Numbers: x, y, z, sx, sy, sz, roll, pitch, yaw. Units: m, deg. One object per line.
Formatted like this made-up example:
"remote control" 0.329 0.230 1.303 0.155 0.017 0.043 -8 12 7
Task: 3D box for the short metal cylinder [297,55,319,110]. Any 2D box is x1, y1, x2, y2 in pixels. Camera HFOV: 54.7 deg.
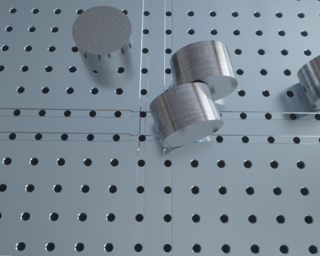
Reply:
"short metal cylinder" 0.232 -0.064 0.409 0.081 0.080 0.050 -12 71 -5

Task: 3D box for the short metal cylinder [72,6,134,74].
"short metal cylinder" -0.079 -0.125 0.443 0.081 0.050 0.080 0 70 -1

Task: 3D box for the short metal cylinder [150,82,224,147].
"short metal cylinder" 0.033 -0.014 0.388 0.081 0.080 0.050 -17 71 -6

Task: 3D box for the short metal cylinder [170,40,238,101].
"short metal cylinder" 0.057 -0.071 0.409 0.081 0.080 0.050 -9 70 -4
